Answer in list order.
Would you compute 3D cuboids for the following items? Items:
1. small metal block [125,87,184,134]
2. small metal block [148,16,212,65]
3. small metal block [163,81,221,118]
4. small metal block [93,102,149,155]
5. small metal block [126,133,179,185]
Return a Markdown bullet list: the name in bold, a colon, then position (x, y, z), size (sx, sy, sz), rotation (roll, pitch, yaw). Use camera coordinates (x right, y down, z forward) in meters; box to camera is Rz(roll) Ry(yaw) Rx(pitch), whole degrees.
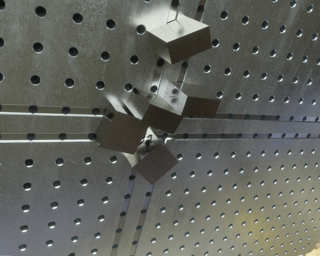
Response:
- **small metal block**: position (-0.007, -0.021, 0.377), size (0.050, 0.050, 0.025), rotation (19, 109, -35)
- **small metal block**: position (0.021, -0.099, 0.345), size (0.050, 0.050, 0.025), rotation (-25, 128, -13)
- **small metal block**: position (0.040, -0.036, 0.393), size (0.050, 0.050, 0.025), rotation (3, 117, -30)
- **small metal block**: position (-0.047, 0.001, 0.386), size (0.050, 0.025, 0.050), rotation (17, 109, -35)
- **small metal block**: position (-0.010, 0.044, 0.432), size (0.050, 0.025, 0.050), rotation (-41, 129, 0)
